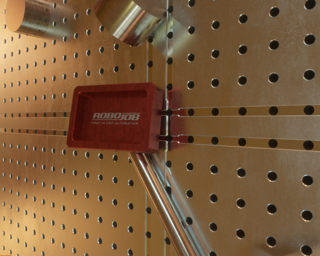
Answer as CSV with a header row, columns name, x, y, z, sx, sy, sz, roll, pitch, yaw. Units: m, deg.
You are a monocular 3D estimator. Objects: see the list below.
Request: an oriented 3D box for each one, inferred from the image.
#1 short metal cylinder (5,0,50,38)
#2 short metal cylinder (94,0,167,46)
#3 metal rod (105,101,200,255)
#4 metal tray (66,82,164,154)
name,x,y,z,sx,sy,sz,roll,pitch,yaw
short metal cylinder,-0.260,-0.224,0.609,0.080,0.050,0.080,0,90,40
short metal cylinder,-0.038,-0.154,0.405,0.050,0.081,0.080,-42,65,32
metal rod,-0.013,0.068,0.420,0.025,0.025,0.299,-43,64,31
metal tray,-0.064,-0.013,0.428,0.130,0.030,0.090,1,80,25
